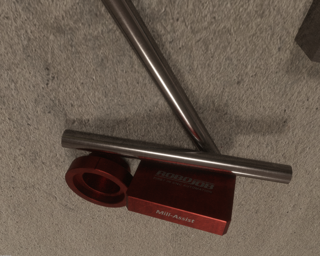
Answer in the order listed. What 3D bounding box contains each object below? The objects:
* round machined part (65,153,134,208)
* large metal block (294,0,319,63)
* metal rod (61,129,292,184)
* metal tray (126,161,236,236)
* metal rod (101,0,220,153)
[{"bbox_3d":[-0.081,0.070,0.444,0.098,0.042,0.097,10,138,9],"label":"round machined part"},{"bbox_3d":[0.196,-0.106,0.303,0.081,0.050,0.079,8,130,-7],"label":"large metal block"},{"bbox_3d":[0.021,0.038,0.413,0.302,0.025,0.025,9,130,2],"label":"metal rod"},{"bbox_3d":[0.030,0.081,0.412,0.131,0.090,0.030,13,130,9],"label":"metal tray"},{"bbox_3d":[0.010,-0.050,0.364,0.025,0.025,0.300,-23,127,18],"label":"metal rod"}]
